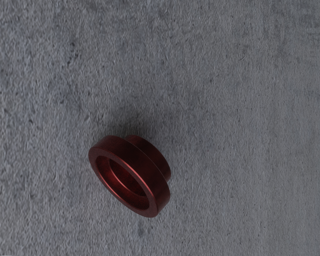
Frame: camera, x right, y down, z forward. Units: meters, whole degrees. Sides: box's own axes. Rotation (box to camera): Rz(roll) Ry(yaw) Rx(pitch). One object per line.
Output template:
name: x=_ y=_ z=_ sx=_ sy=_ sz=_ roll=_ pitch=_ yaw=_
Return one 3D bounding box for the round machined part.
round machined part: x=-0.027 y=0.046 z=0.334 sx=0.042 sy=0.098 sz=0.098 roll=-44 pitch=116 yaw=-31
